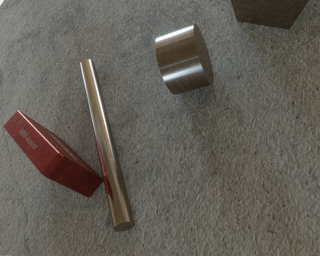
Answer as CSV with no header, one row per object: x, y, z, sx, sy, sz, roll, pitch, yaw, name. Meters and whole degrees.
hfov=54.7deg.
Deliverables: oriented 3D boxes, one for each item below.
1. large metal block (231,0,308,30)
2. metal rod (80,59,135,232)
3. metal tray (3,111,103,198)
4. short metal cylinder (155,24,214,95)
0.155,-0.188,0.422,0.080,0.050,0.080,26,76,37,large metal block
-0.083,0.002,0.446,0.025,0.025,0.299,-29,52,10,metal rod
-0.143,0.034,0.416,0.130,0.090,0.030,33,81,38,metal tray
0.034,-0.089,0.405,0.050,0.080,0.080,-14,56,21,short metal cylinder
